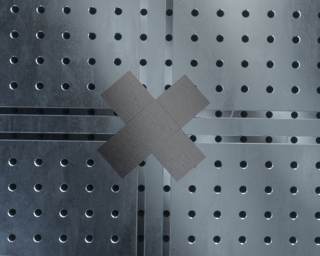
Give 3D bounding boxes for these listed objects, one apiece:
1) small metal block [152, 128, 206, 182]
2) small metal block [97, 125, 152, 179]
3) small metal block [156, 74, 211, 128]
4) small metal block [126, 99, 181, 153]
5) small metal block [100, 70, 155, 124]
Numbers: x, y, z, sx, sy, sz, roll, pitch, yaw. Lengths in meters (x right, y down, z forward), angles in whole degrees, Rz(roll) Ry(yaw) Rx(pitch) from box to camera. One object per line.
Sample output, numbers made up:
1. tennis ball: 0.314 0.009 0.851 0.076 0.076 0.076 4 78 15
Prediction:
1. small metal block: 0.025 0.035 0.414 0.050 0.025 0.050 -41 91 0
2. small metal block: -0.046 0.031 0.413 0.050 0.025 0.050 -41 91 0
3. small metal block: 0.030 -0.035 0.413 0.050 0.025 0.050 -41 91 0
4. small metal block: -0.009 -0.002 0.412 0.050 0.025 0.050 -41 91 0
5. small metal block: -0.042 -0.040 0.413 0.050 0.025 0.050 -41 91 0
